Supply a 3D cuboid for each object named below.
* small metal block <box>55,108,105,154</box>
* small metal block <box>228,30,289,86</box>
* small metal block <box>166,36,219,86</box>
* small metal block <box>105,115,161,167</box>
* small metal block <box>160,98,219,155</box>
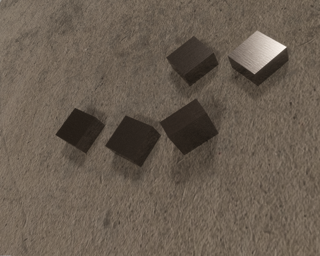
[{"bbox_3d":[-0.119,0.003,0.462,0.050,0.025,0.050,22,74,36],"label":"small metal block"},{"bbox_3d":[0.124,-0.089,0.393,0.050,0.025,0.050,-41,51,0],"label":"small metal block"},{"bbox_3d":[0.045,-0.095,0.437,0.050,0.025,0.050,-38,51,2],"label":"small metal block"},{"bbox_3d":[-0.036,0.017,0.411,0.050,0.025,0.050,22,73,35],"label":"small metal block"},{"bbox_3d":[0.036,0.000,0.368,0.050,0.050,0.025,-34,52,6],"label":"small metal block"}]
